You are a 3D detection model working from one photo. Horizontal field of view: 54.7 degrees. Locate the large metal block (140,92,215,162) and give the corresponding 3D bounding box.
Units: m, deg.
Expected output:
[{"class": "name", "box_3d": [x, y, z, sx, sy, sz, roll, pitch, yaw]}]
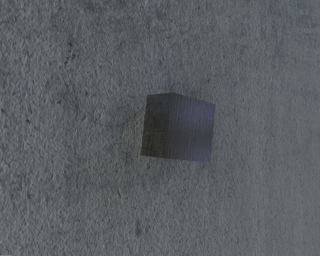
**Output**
[{"class": "large metal block", "box_3d": [0.025, 0.002, 0.413, 0.081, 0.050, 0.080, 10, 84, -40]}]
